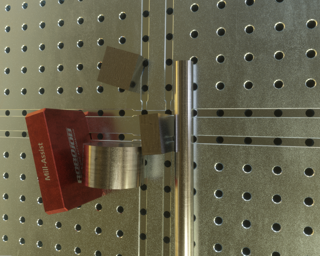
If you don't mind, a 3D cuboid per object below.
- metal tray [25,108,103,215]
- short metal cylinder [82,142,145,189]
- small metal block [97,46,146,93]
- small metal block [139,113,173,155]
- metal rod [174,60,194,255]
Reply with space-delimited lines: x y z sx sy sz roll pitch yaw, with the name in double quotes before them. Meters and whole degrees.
"metal tray" -0.127 0.041 0.421 0.030 0.090 0.129 -16 85 19
"short metal cylinder" -0.060 0.046 0.403 0.080 0.080 0.050 3 91 19
"small metal block" -0.053 -0.081 0.430 0.050 0.025 0.050 19 96 18
"small metal block" -0.004 0.008 0.400 0.025 0.050 0.050 -5 88 20
"metal rod" 0.031 0.064 0.400 0.025 0.025 0.298 0 90 19
